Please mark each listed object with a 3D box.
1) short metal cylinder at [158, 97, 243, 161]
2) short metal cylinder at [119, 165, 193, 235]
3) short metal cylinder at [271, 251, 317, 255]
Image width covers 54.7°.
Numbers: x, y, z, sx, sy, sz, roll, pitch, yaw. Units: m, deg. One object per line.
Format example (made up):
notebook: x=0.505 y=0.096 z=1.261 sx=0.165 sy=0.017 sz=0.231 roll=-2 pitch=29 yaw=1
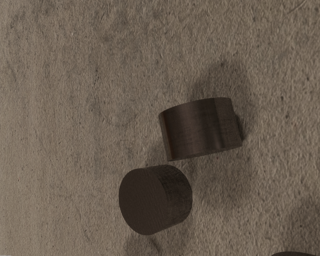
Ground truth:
short metal cylinder: x=0.043 y=0.003 z=0.333 sx=0.080 sy=0.081 sz=0.050 roll=-19 pitch=78 yaw=38
short metal cylinder: x=-0.006 y=0.089 z=0.392 sx=0.080 sy=0.050 sz=0.079 roll=0 pitch=90 yaw=39
short metal cylinder: x=0.130 y=0.148 z=0.262 sx=0.080 sy=0.081 sz=0.050 roll=11 pitch=97 yaw=39
